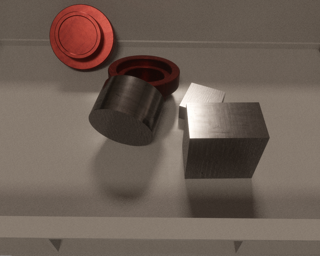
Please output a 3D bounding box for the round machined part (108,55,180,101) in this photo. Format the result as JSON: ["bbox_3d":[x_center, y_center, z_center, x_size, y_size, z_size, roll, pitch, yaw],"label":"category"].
[{"bbox_3d":[-0.022,-0.064,0.438,0.099,0.042,0.098,2,36,-1],"label":"round machined part"}]

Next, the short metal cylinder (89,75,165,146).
[{"bbox_3d":[-0.040,-0.019,0.381,0.080,0.080,0.050,12,61,10],"label":"short metal cylinder"}]

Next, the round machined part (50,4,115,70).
[{"bbox_3d":[-0.119,-0.138,0.471,0.099,0.097,0.042,1,8,0],"label":"round machined part"}]

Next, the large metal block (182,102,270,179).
[{"bbox_3d":[0.070,0.016,0.357,0.081,0.080,0.050,0,50,-1],"label":"large metal block"}]

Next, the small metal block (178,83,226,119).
[{"bbox_3d":[0.059,-0.032,0.433,0.050,0.025,0.050,18,52,14],"label":"small metal block"}]
